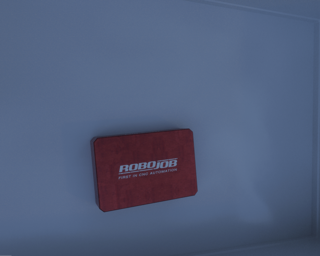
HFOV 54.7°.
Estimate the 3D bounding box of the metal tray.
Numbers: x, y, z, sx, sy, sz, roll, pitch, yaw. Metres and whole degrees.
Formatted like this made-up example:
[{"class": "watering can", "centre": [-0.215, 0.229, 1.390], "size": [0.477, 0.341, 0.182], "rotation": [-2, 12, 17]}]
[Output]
[{"class": "metal tray", "centre": [-0.019, 0.051, 0.402], "size": [0.131, 0.030, 0.089], "rotation": [-6, 92, -20]}]
